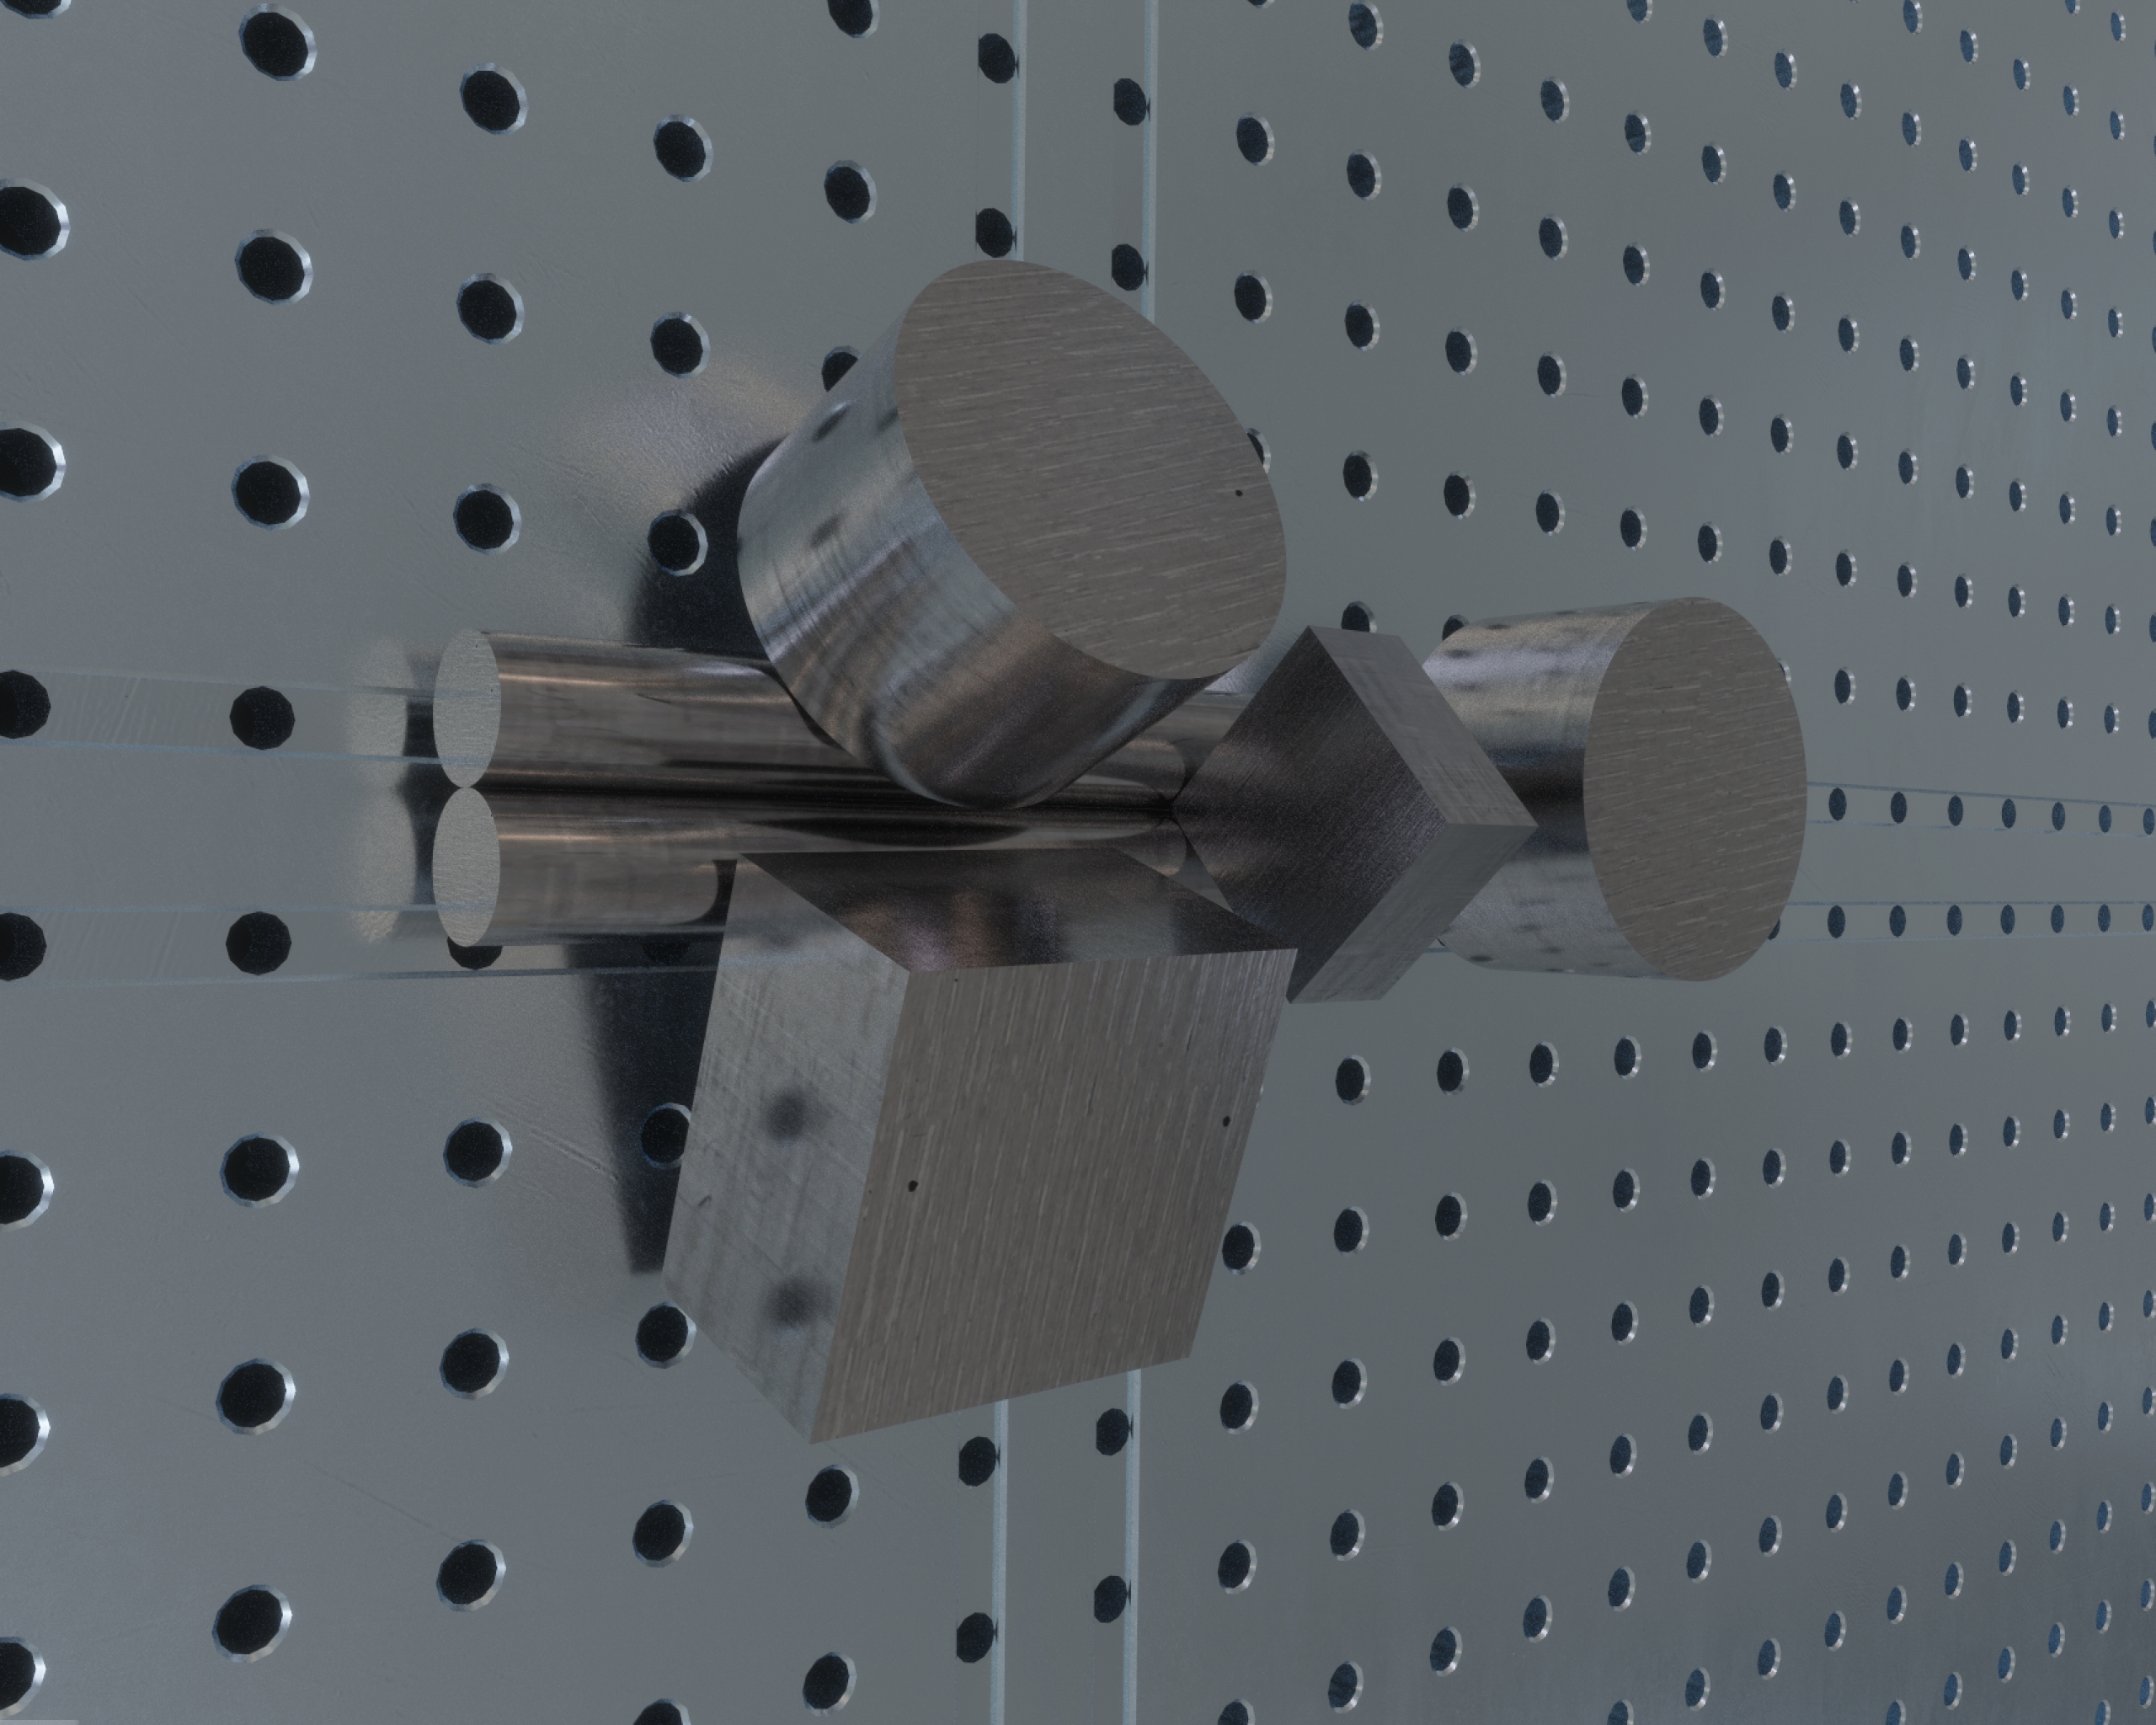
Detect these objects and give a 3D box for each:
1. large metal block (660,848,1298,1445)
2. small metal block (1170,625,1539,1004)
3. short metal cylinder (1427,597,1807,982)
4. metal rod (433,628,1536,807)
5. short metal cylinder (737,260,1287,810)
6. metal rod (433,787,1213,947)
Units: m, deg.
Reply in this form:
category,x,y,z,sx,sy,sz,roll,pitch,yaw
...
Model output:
category,x,y,z,sx,sy,sz,roll,pitch,yaw
large metal block,-0.017,0.044,0.356,0.081,0.050,0.079,-1,111,-40
small metal block,0.051,-0.009,0.394,0.025,0.050,0.050,1,47,-40
short metal cylinder,0.113,-0.015,0.451,0.081,0.050,0.079,0,90,-40
metal rod,0.020,-0.023,0.422,0.302,0.025,0.025,1,90,-40
short metal cylinder,-0.011,-0.056,0.361,0.080,0.050,0.080,21,54,-31
metal rod,0.020,0.002,0.422,0.302,0.025,0.025,1,90,-40
